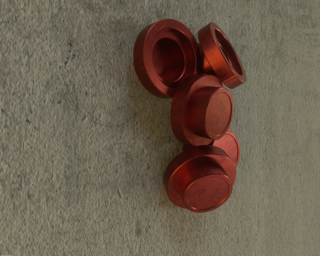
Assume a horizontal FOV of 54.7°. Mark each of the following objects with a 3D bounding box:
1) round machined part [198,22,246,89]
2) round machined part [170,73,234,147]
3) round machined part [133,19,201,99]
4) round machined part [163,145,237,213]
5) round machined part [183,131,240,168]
[{"bbox_3d":[0.082,-0.099,0.448,0.098,0.042,0.098,40,35,-35],"label":"round machined part"},{"bbox_3d":[0.061,-0.021,0.406,0.099,0.042,0.097,-17,113,-45],"label":"round machined part"},{"bbox_3d":[0.005,-0.086,0.401,0.099,0.042,0.097,0,90,-40],"label":"round machined part"},{"bbox_3d":[0.057,0.074,0.412,0.099,0.042,0.097,-8,124,-12],"label":"round machined part"},{"bbox_3d":[0.084,0.037,0.468,0.099,0.042,0.097,0,90,-40],"label":"round machined part"}]
